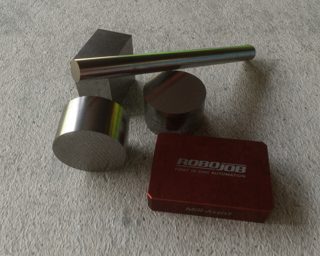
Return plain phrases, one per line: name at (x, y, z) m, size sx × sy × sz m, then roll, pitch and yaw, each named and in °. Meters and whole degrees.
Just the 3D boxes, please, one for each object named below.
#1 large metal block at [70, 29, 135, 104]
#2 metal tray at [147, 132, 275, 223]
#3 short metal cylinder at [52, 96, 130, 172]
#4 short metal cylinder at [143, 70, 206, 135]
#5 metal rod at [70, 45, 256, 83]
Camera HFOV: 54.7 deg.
large metal block at (-0.075, -0.078, 0.432) m, size 0.050 × 0.080 × 0.080 m, roll 14°, pitch 52°, yaw 11°
metal tray at (0.057, 0.054, 0.355) m, size 0.131 × 0.030 × 0.090 m, roll 6°, pitch 50°, yaw 4°
short metal cylinder at (-0.077, 0.009, 0.359) m, size 0.081 × 0.080 × 0.050 m, roll 1°, pitch 50°, yaw 0°
short metal cylinder at (0.019, -0.032, 0.414) m, size 0.081 × 0.050 × 0.080 m, roll 0°, pitch 50°, yaw 0°
metal rod at (0.028, -0.093, 0.423) m, size 0.302 × 0.025 × 0.025 m, roll -15°, pitch 49°, yaw -35°
